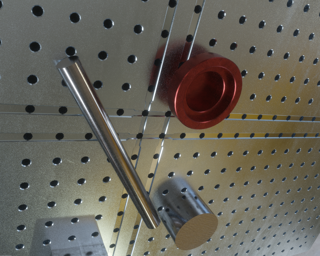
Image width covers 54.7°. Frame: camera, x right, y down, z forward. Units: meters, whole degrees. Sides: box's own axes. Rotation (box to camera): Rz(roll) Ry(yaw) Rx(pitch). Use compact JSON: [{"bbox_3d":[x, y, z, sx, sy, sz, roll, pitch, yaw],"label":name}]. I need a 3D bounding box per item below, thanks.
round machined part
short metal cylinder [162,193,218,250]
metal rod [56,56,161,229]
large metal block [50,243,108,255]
[{"bbox_3d":[0.054,-0.050,0.400,0.099,0.042,0.097,-14,125,-21],"label":"round machined part"},{"bbox_3d":[0.050,0.157,0.522,0.081,0.050,0.079,-14,124,-21],"label":"short metal cylinder"},{"bbox_3d":[-0.053,0.042,0.409,0.025,0.025,0.299,-29,129,-10],"label":"metal rod"},{"bbox_3d":[-0.126,0.228,0.469,0.081,0.050,0.079,5,116,-31],"label":"large metal block"}]
